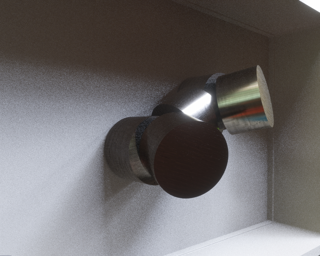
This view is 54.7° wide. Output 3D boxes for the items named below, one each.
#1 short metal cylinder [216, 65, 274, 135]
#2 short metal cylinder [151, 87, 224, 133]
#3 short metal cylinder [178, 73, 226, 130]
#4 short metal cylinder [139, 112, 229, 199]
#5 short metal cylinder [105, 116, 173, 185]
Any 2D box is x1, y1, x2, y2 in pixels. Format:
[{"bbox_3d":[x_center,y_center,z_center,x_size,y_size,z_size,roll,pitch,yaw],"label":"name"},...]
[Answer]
[{"bbox_3d":[0.110,-0.035,0.398,0.080,0.050,0.080,35,49,-52],"label":"short metal cylinder"},{"bbox_3d":[0.035,-0.007,0.400,0.050,0.080,0.080,-37,113,-34],"label":"short metal cylinder"},{"bbox_3d":[0.070,-0.037,0.449,0.081,0.050,0.079,0,90,-40],"label":"short metal cylinder"},{"bbox_3d":[0.024,0.027,0.326,0.081,0.050,0.079,-5,104,-19],"label":"short metal cylinder"},{"bbox_3d":[-0.019,0.026,0.374,0.081,0.050,0.079,0,90,-40],"label":"short metal cylinder"}]
